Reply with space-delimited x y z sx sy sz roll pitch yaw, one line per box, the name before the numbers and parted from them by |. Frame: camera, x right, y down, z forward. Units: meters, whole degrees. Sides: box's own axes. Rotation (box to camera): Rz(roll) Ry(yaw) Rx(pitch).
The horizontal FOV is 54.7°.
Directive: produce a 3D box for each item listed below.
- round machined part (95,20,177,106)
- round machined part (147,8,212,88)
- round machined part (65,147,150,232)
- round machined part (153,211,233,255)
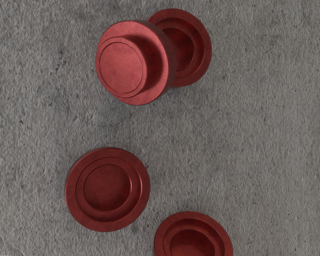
round machined part | -0.034 -0.072 0.356 0.042 0.098 0.098 -38 106 -56
round machined part | 0.015 -0.100 0.405 0.099 0.042 0.097 0 90 -20
round machined part | -0.065 0.071 0.376 0.099 0.042 0.097 0 90 -20
round machined part | 0.040 0.160 0.395 0.099 0.098 0.042 -10 133 -20
